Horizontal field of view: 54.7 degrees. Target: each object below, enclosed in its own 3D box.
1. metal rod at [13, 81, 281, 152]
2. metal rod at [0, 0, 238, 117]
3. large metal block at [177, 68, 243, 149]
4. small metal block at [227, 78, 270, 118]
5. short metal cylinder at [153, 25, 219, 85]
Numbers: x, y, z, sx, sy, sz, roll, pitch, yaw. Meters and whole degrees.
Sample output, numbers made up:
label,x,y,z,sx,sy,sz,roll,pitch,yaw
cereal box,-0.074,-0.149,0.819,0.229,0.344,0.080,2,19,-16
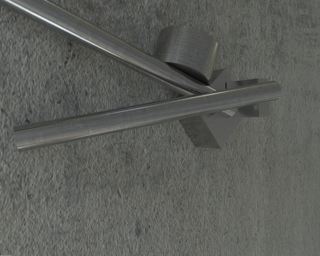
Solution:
label,x,y,z,sx,sy,sz,roll,pitch,yaw
metal rod,0.004,-0.018,0.342,0.302,0.025,0.025,-12,98,-19
metal rod,-0.030,-0.078,0.345,0.302,0.025,0.025,23,75,-26
large metal block,0.072,-0.028,0.451,0.080,0.050,0.080,-48,119,-28
small metal block,0.120,-0.040,0.424,0.025,0.050,0.050,-5,94,-40
short metal cylinder,0.030,-0.087,0.399,0.080,0.080,0.050,26,74,-37
